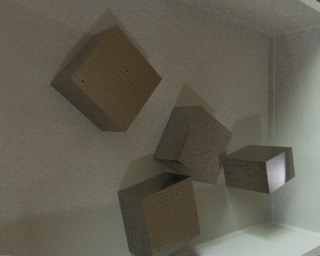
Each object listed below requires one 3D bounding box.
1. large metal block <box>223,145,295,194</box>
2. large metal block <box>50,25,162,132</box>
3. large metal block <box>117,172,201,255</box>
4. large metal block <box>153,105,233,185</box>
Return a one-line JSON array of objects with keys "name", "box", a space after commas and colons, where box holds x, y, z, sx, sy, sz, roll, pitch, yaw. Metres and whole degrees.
[{"name": "large metal block", "box": [0.162, 0.064, 0.510, 0.081, 0.080, 0.050, -17, 101, -39]}, {"name": "large metal block", "box": [-0.057, -0.052, 0.344, 0.080, 0.050, 0.080, 47, 62, -30]}, {"name": "large metal block", "box": [0.000, 0.109, 0.393, 0.081, 0.050, 0.079, -16, 101, -39]}, {"name": "large metal block", "box": [0.048, 0.024, 0.433, 0.080, 0.050, 0.080, 36, 68, -35]}]
